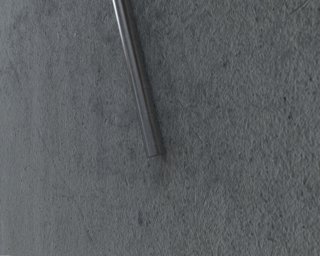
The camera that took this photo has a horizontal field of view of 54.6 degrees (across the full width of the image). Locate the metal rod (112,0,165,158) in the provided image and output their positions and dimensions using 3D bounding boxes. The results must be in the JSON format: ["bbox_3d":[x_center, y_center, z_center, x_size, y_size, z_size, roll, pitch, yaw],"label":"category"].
[{"bbox_3d":[-0.039,-0.106,0.437,0.025,0.025,0.299,-22,76,38],"label":"metal rod"}]
